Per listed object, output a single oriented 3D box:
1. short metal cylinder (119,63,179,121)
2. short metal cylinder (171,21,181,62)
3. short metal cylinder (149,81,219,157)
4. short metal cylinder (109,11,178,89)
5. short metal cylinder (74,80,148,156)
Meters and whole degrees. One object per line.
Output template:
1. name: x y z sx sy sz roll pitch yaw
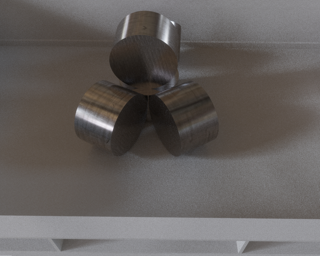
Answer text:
1. short metal cylinder: -0.015 -0.056 0.432 0.080 0.050 0.080 0 50 0
2. short metal cylinder: -0.009 -0.128 0.466 0.080 0.080 0.050 3 93 2
3. short metal cylinder: 0.027 -0.012 0.377 0.050 0.080 0.080 -23 54 -17
4. short metal cylinder: -0.018 -0.094 0.381 0.080 0.080 0.050 2 50 2
5. short metal cylinder: -0.057 -0.012 0.377 0.050 0.080 0.080 23 54 18
